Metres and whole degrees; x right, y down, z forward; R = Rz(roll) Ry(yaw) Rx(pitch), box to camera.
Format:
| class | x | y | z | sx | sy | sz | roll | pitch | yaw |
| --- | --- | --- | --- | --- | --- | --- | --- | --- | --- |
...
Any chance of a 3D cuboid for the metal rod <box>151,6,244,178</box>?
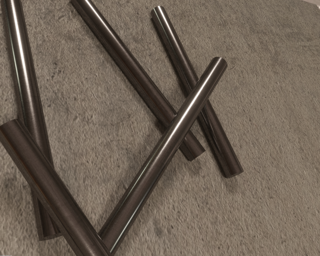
| class | x | y | z | sx | sy | sz | roll | pitch | yaw |
| --- | --- | --- | --- | --- | --- | --- | --- | --- | --- |
| metal rod | 0.049 | -0.066 | 0.472 | 0.025 | 0.025 | 0.299 | -9 | 66 | -32 |

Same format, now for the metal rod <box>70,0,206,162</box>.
| class | x | y | z | sx | sy | sz | roll | pitch | yaw |
| --- | --- | --- | --- | --- | --- | --- | --- | --- | --- |
| metal rod | -0.037 | -0.081 | 0.434 | 0.025 | 0.025 | 0.299 | -29 | 78 | -38 |

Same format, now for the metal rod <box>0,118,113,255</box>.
| class | x | y | z | sx | sy | sz | roll | pitch | yaw |
| --- | --- | --- | --- | --- | --- | --- | --- | --- | --- |
| metal rod | -0.054 | 0.121 | 0.278 | 0.025 | 0.025 | 0.299 | -33 | 87 | -38 |

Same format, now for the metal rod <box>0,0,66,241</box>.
| class | x | y | z | sx | sy | sz | roll | pitch | yaw |
| --- | --- | --- | --- | --- | --- | --- | --- | --- | --- |
| metal rod | -0.146 | -0.030 | 0.344 | 0.025 | 0.025 | 0.299 | -6 | 65 | -31 |

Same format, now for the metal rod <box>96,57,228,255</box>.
| class | x | y | z | sx | sy | sz | roll | pitch | yaw |
| --- | --- | --- | --- | --- | --- | --- | --- | --- | --- |
| metal rod | 0.015 | 0.013 | 0.378 | 0.025 | 0.025 | 0.301 | 37 | 59 | -4 |
